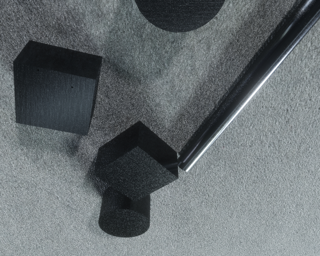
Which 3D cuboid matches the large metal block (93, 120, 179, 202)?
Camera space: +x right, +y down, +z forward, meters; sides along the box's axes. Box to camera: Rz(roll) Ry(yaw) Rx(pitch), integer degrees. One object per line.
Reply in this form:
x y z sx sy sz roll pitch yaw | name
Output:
-0.032 0.049 0.432 0.080 0.050 0.080 -33 123 24 | large metal block

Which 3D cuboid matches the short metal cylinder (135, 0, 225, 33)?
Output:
0.017 -0.134 0.277 0.081 0.050 0.079 0 130 0 | short metal cylinder

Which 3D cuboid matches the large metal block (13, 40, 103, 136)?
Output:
-0.114 -0.044 0.353 0.081 0.050 0.079 11 129 -10 | large metal block

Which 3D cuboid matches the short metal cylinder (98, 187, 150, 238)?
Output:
-0.056 0.135 0.505 0.081 0.050 0.079 0 130 0 | short metal cylinder

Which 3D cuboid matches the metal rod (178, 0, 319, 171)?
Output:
0.103 -0.048 0.367 0.025 0.025 0.298 21 127 -17 | metal rod
